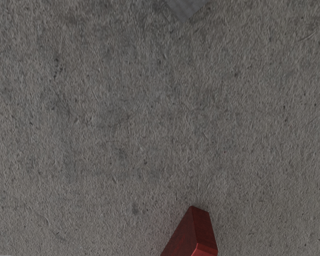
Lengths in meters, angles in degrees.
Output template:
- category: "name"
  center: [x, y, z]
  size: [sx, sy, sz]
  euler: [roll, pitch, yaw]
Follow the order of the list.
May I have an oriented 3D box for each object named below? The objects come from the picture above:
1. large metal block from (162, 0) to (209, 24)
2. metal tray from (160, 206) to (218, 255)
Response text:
- category: "large metal block"
  center: [0.015, -0.159, 0.322]
  size: [0.050, 0.080, 0.080]
  euler: [-39, 106, 13]
- category: "metal tray"
  center: [0.032, 0.190, 0.445]
  size: [0.030, 0.090, 0.129]
  euler: [24, 108, -9]
